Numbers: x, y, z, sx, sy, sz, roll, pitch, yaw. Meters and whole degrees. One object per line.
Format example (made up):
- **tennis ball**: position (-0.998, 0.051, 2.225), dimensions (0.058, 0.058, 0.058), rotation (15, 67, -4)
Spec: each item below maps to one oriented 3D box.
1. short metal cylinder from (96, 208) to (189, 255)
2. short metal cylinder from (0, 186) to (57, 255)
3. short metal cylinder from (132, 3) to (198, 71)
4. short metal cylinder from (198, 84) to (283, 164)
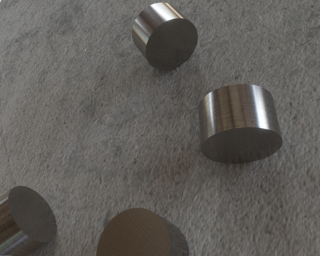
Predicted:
- **short metal cylinder**: position (-0.017, 0.128, 0.317), dimensions (0.080, 0.050, 0.080), rotation (-13, 56, 20)
- **short metal cylinder**: position (-0.177, 0.120, 0.386), dimensions (0.050, 0.080, 0.080), rotation (-35, 52, 5)
- **short metal cylinder**: position (0.007, -0.130, 0.444), dimensions (0.080, 0.080, 0.050), rotation (-36, 52, 4)
- **short metal cylinder**: position (0.082, -0.002, 0.326), dimensions (0.080, 0.080, 0.050), rotation (-13, 57, 21)
